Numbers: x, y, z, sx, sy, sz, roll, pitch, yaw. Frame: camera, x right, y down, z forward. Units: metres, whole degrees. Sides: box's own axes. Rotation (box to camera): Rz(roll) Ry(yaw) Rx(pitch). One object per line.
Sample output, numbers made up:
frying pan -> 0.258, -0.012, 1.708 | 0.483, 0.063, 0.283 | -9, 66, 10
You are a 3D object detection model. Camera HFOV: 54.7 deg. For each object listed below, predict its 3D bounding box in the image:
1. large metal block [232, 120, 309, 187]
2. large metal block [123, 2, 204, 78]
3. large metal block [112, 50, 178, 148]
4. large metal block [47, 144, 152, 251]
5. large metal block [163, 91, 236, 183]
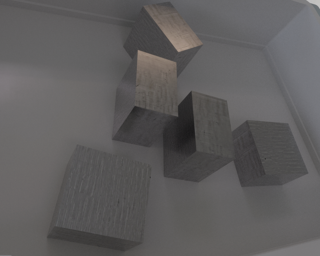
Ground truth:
large metal block -> 0.153, 0.038, 0.449 | 0.081, 0.050, 0.080 | 3, 60, -27
large metal block -> 0.002, -0.118, 0.443 | 0.050, 0.080, 0.080 | -27, 77, -37
large metal block -> -0.020, -0.033, 0.380 | 0.050, 0.080, 0.080 | 14, 56, -21
large metal block -> -0.059, 0.072, 0.314 | 0.081, 0.050, 0.080 | 18, 55, -18
large metal block -> 0.044, 0.014, 0.386 | 0.050, 0.080, 0.080 | 13, 57, -21
